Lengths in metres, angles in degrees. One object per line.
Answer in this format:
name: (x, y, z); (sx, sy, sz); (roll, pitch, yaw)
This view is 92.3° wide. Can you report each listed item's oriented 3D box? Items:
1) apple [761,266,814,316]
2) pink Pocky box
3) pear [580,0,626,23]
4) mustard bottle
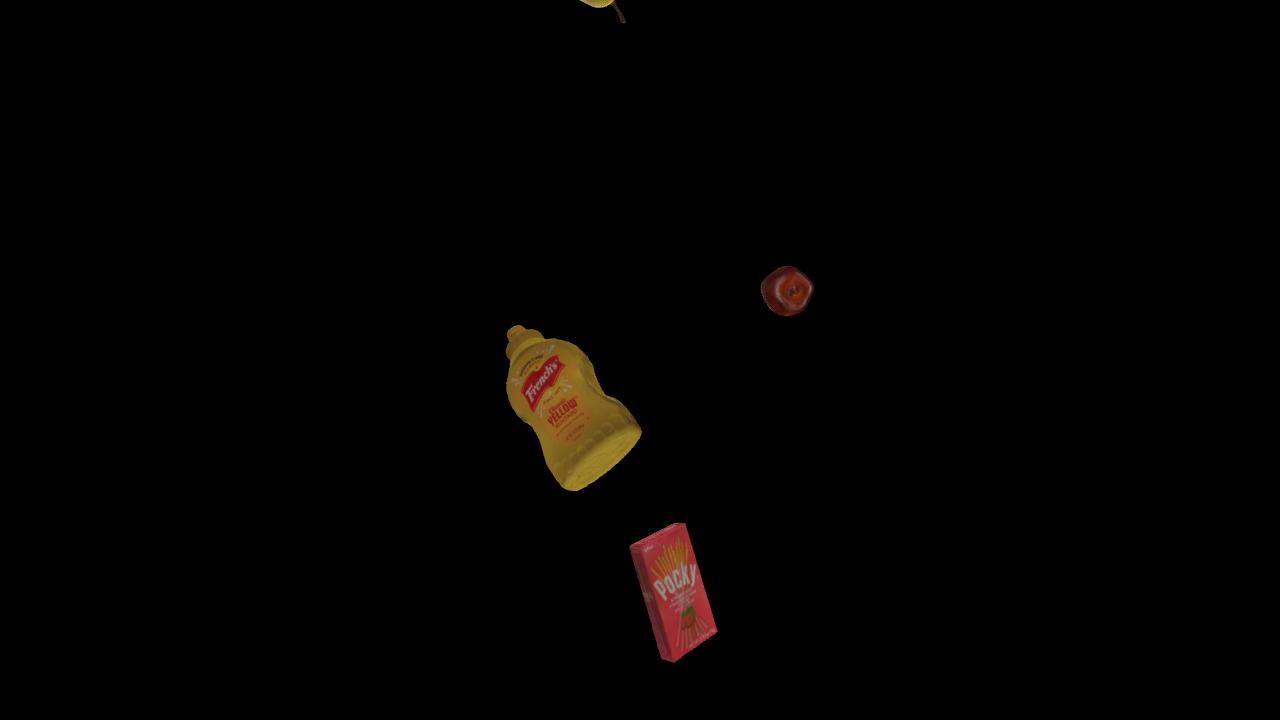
apple: (0.229, -0.108, 0.967); (0.079, 0.079, 0.093); (0, 8, -2)
pink Pocky box: (0.045, 0.304, 0.812); (0.084, 0.155, 0.029); (-15, -3, -38)
pear: (-0.050, -0.320, 0.492); (0.080, 0.080, 0.111); (0, -15, 39)
mustard bottle: (-0.082, 0.030, 0.600); (0.184, 0.092, 0.054); (51, 11, 30)
